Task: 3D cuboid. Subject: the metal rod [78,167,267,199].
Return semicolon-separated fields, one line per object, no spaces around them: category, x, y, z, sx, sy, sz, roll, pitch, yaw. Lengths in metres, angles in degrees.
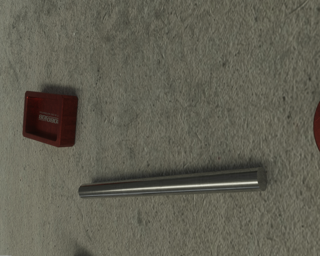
metal rod;-0.009;0.078;0.412;0.300;0.025;0.025;-13;82;39

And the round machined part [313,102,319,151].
round machined part;0.180;-0.001;0.245;0.098;0.042;0.097;0;90;40

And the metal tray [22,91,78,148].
metal tray;-0.205;-0.019;0.570;0.130;0.030;0.089;10;96;39
